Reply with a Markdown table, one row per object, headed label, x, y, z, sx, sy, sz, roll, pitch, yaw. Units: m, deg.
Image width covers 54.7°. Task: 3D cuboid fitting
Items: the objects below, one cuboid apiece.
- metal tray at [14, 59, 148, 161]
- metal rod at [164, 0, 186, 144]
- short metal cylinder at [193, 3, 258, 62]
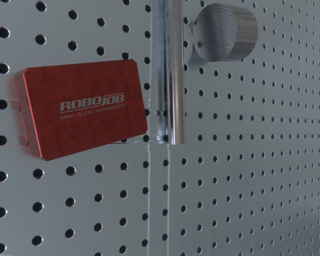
| label | x | y | z | sx | sy | sz | roll | pitch | yaw |
| --- | --- | --- | --- | --- | --- | --- | --- | --- | --- |
| metal tray | -0.079 | -0.024 | 0.340 | 0.131 | 0.030 | 0.089 | -16 | 100 | -39 |
| metal rod | 0.020 | -0.127 | 0.425 | 0.025 | 0.025 | 0.298 | -3 | 92 | -40 |
| short metal cylinder | 0.094 | -0.137 | 0.453 | 0.050 | 0.080 | 0.079 | -11 | 97 | -40 |
